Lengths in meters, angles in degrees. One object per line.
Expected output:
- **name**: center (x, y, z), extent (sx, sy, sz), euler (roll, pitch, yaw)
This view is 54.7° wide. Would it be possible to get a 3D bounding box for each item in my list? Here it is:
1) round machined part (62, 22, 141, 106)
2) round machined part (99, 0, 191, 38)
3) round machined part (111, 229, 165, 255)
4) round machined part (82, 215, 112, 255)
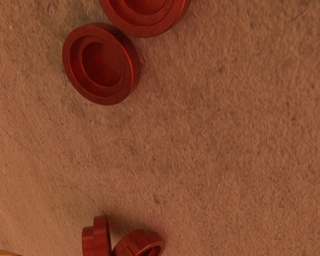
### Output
- **round machined part**: center (-0.066, -0.080, 0.380), extent (0.098, 0.042, 0.097), euler (13, 124, 20)
- **round machined part**: center (-0.012, -0.145, 0.312), extent (0.098, 0.042, 0.097), euler (13, 124, 20)
- **round machined part**: center (-0.042, 0.208, 0.515), extent (0.042, 0.099, 0.097), euler (42, 134, 32)
- **round machined part**: center (-0.109, 0.204, 0.538), extent (0.042, 0.098, 0.097), euler (-7, 121, -8)
